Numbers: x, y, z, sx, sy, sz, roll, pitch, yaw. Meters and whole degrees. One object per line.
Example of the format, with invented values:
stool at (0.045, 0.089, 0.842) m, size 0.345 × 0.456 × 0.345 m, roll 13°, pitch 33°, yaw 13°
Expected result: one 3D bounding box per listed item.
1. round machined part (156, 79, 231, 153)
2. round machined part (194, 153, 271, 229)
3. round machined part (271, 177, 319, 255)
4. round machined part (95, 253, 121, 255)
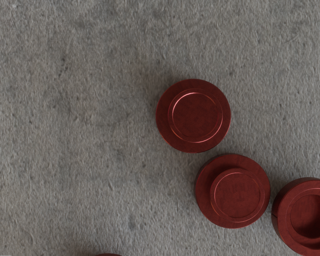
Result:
round machined part at (0.043, -0.015, 0.402) m, size 0.099 × 0.042 × 0.097 m, roll 0°, pitch 90°, yaw -1°
round machined part at (0.096, 0.083, 0.403) m, size 0.099 × 0.042 × 0.097 m, roll 0°, pitch 90°, yaw -1°
round machined part at (0.194, 0.112, 0.404) m, size 0.099 × 0.042 × 0.097 m, roll 0°, pitch 90°, yaw -1°
round machined part at (-0.067, 0.210, 0.401) m, size 0.099 × 0.042 × 0.097 m, roll 0°, pitch 90°, yaw -1°
